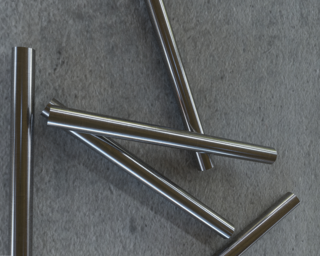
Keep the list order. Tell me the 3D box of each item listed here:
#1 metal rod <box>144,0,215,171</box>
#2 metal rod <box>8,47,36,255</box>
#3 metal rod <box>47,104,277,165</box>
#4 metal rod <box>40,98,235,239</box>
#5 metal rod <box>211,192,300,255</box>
[{"bbox_3d":[0.019,-0.086,0.416,0.025,0.025,0.298,-20,97,-19],"label":"metal rod"},{"bbox_3d":[-0.157,0.060,0.351,0.025,0.025,0.298,1,90,-20],"label":"metal rod"},{"bbox_3d":[0.019,0.013,0.389,0.302,0.025,0.025,11,86,-20],"label":"metal rod"},{"bbox_3d":[-0.017,0.062,0.403,0.301,0.025,0.025,37,78,-17],"label":"metal rod"},{"bbox_3d":[0.089,0.188,0.443,0.302,0.025,0.025,-32,101,-18],"label":"metal rod"}]
